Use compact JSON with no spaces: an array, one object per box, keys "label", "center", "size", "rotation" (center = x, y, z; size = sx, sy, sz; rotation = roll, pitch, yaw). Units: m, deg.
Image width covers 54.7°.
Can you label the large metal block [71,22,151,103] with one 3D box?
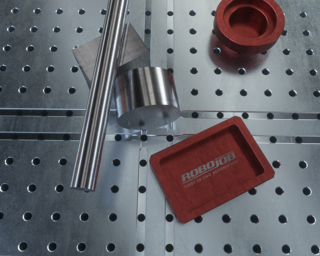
[{"label":"large metal block","center":[-0.060,-0.080,0.411],"size":[0.080,0.080,0.050],"rotation":[-30,73,-10]}]

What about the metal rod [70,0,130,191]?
[{"label":"metal rod","center":[-0.060,-0.079,0.355],"size":[0.025,0.025,0.299],"rotation":[6,70,2]}]

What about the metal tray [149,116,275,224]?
[{"label":"metal tray","center":[0.063,0.051,0.390],"size":[0.131,0.030,0.090],"rotation":[-25,72,-9]}]

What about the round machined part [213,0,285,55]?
[{"label":"round machined part","center":[0.128,-0.150,0.458],"size":[0.099,0.042,0.098],"rotation":[0,70,0]}]

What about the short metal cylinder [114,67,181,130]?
[{"label":"short metal cylinder","center":[-0.017,-0.035,0.395],"size":[0.081,0.080,0.050],"rotation":[-9,71,-3]}]
